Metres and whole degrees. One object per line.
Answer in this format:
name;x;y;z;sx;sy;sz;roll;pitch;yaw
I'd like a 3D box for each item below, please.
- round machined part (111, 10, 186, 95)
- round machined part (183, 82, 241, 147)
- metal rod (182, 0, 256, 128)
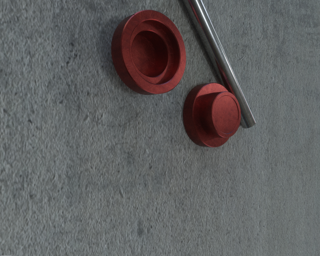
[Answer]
round machined part;-0.018;-0.089;0.379;0.099;0.042;0.097;0;90;-40
round machined part;0.084;-0.020;0.464;0.099;0.042;0.097;0;90;-40
metal rod;0.081;-0.124;0.472;0.025;0.025;0.299;-46;118;-30
